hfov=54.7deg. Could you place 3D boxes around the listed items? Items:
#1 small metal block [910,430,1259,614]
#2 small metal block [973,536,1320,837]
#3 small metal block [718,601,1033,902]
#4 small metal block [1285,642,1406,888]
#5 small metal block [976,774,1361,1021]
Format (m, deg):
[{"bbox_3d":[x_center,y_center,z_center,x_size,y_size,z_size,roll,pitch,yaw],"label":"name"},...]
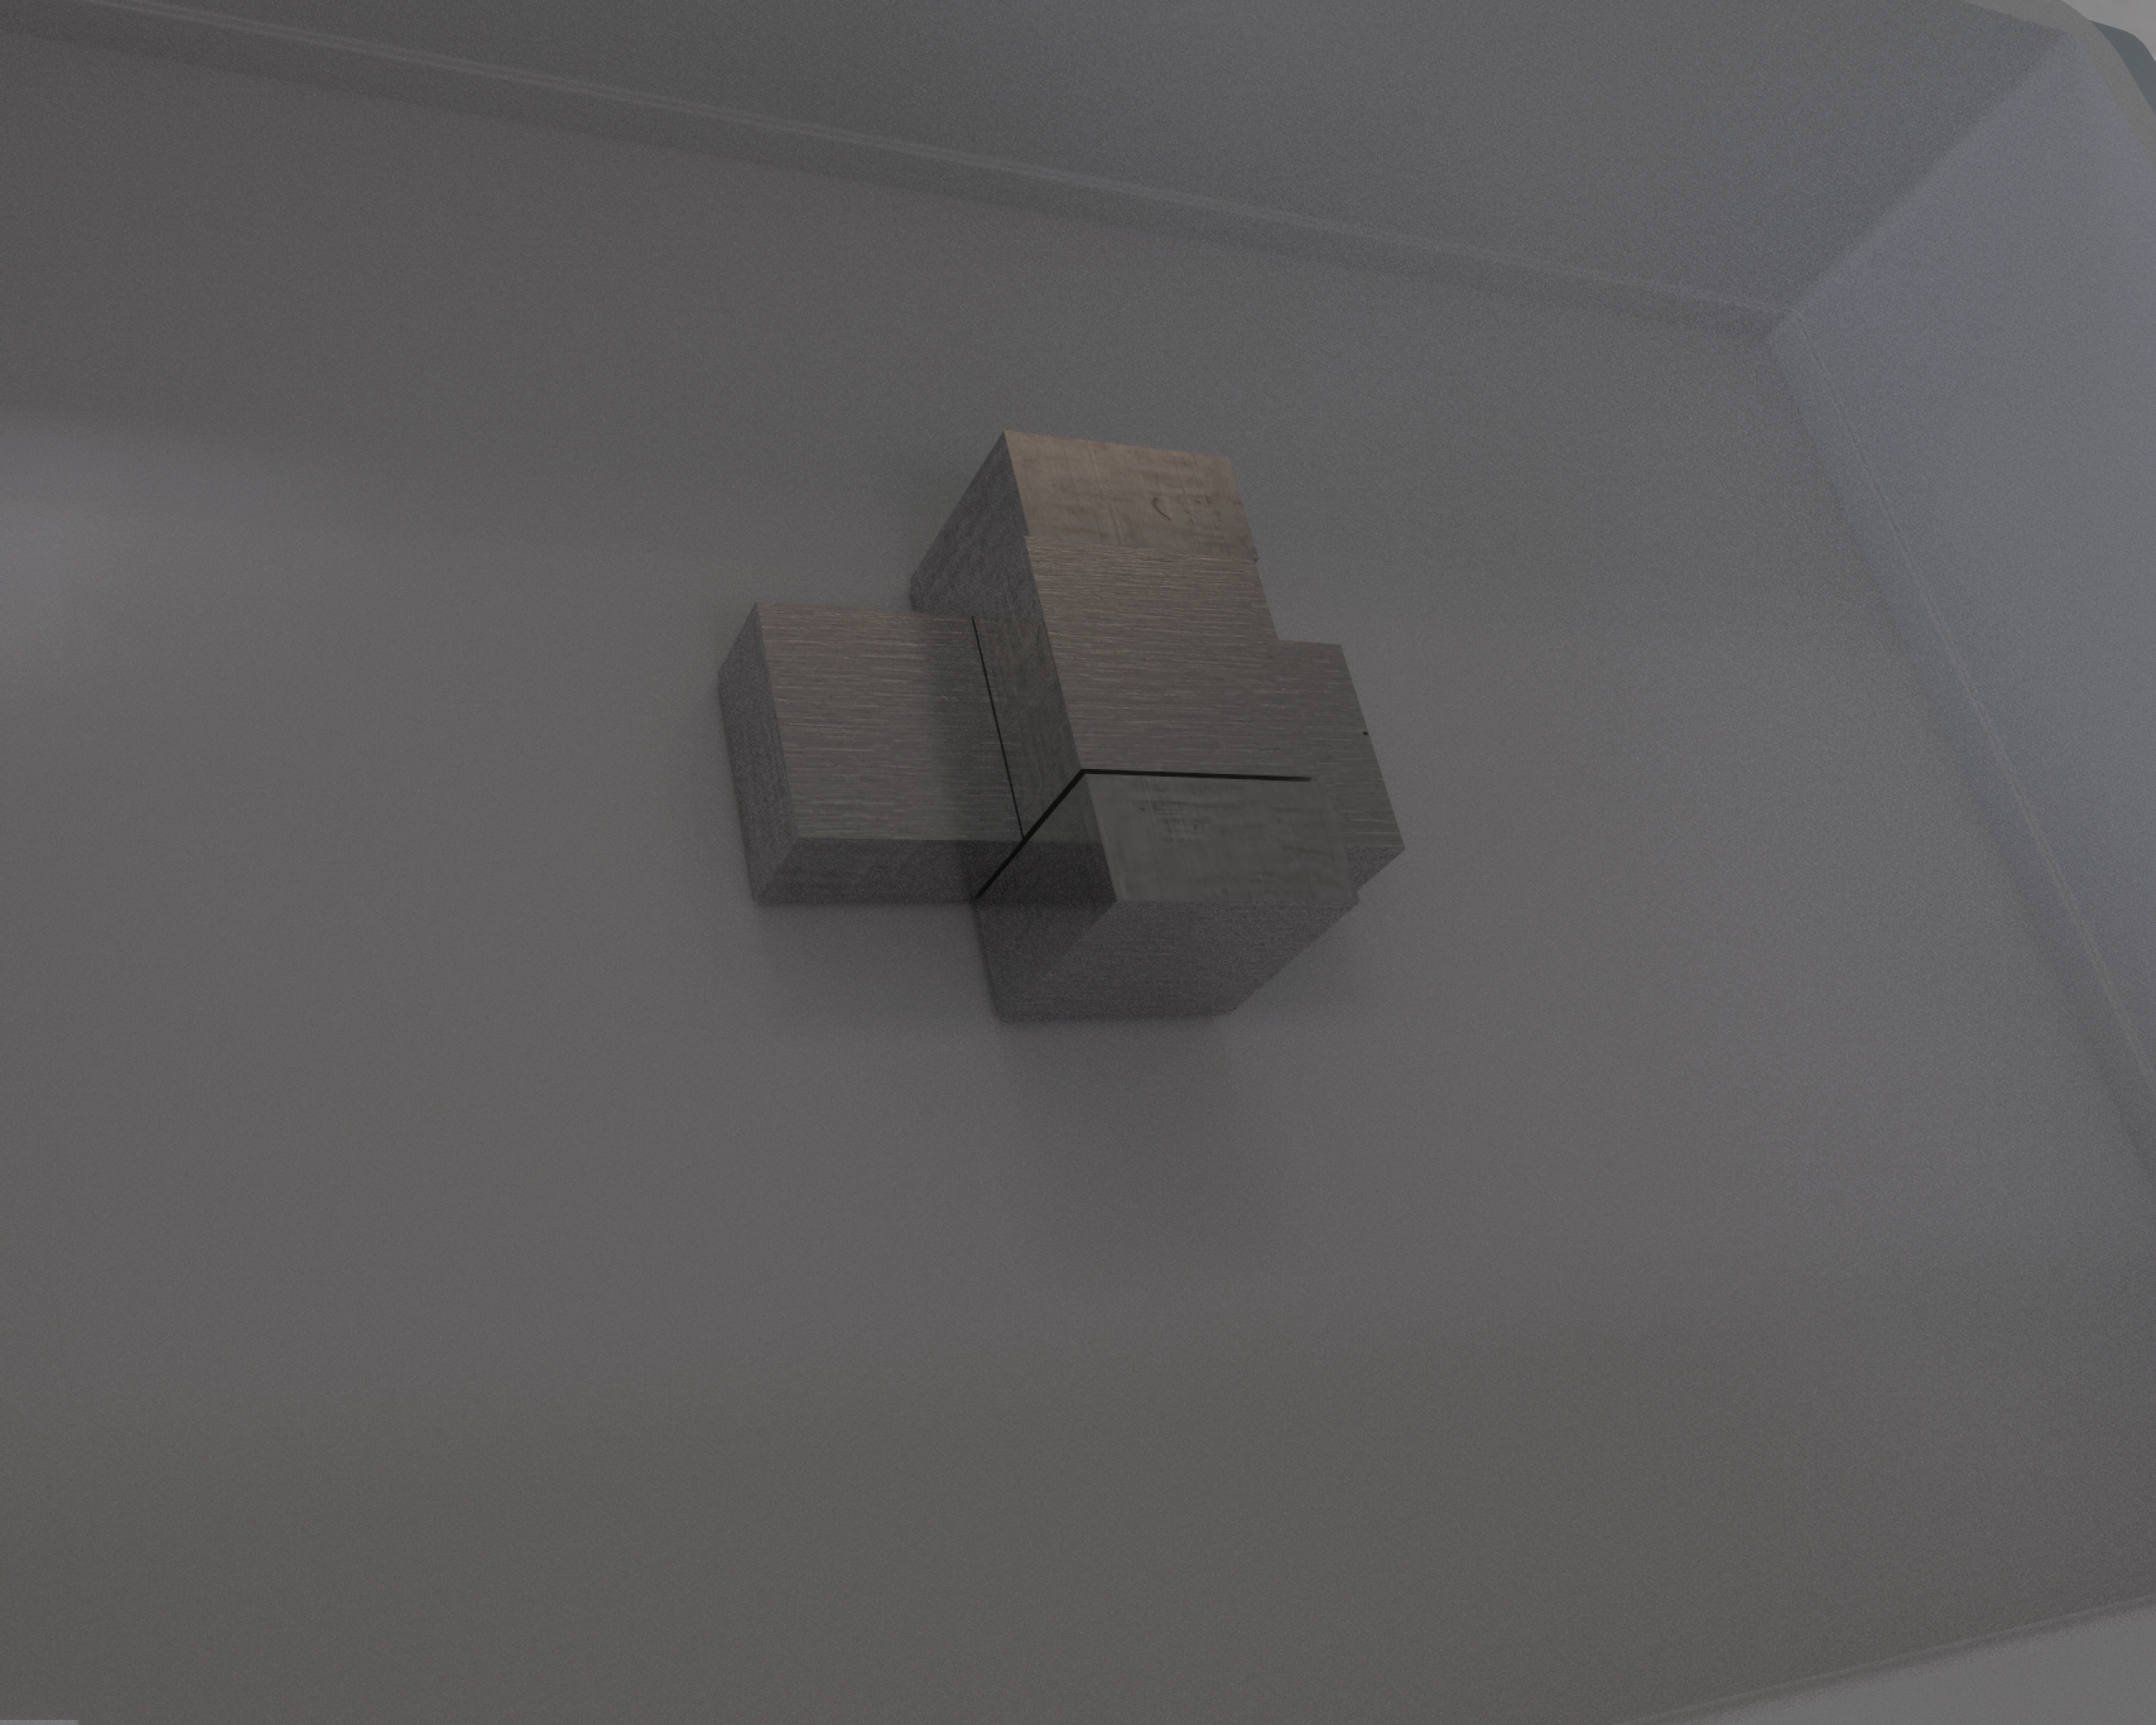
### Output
[{"bbox_3d":[0.000,-0.059,0.423,0.050,0.050,0.025,1,62,-28],"label":"small metal block"},{"bbox_3d":[0.012,-0.032,0.396,0.050,0.025,0.050,1,61,-28],"label":"small metal block"},{"bbox_3d":[-0.037,-0.020,0.395,0.050,0.025,0.050,1,61,-28],"label":"small metal block"},{"bbox_3d":[0.034,-0.019,0.433,0.050,0.025,0.050,1,61,-28],"label":"small metal block"},{"bbox_3d":[0.016,0.007,0.389,0.050,0.050,0.025,1,62,-28],"label":"small metal block"}]
